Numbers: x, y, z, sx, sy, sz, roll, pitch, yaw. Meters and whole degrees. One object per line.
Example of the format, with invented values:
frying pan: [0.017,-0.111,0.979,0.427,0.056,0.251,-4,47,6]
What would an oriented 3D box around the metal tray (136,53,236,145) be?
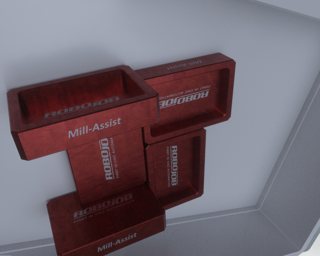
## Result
metal tray: [0.032,-0.039,0.398,0.131,0.030,0.089,-16,125,-20]

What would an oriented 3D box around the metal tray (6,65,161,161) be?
metal tray: [-0.076,-0.022,0.307,0.131,0.090,0.030,-17,125,-19]

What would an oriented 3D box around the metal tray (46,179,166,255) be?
metal tray: [-0.069,0.112,0.396,0.131,0.090,0.030,-16,125,-20]

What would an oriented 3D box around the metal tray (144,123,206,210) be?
metal tray: [0.019,0.058,0.451,0.091,0.030,0.129,-16,125,-20]

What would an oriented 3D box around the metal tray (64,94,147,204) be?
metal tray: [-0.068,0.026,0.382,0.091,0.030,0.129,-16,125,-20]
